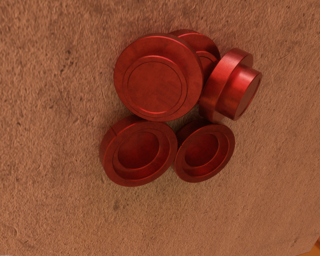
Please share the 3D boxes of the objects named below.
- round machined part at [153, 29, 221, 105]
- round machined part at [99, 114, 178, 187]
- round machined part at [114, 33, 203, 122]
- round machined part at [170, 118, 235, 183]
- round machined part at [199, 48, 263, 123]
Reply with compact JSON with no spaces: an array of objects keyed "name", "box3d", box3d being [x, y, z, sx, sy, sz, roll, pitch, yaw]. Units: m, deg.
[{"name":"round machined part","box3d":[0.034,-0.066,0.376,0.099,0.042,0.097,-14,125,-21]},{"name":"round machined part","box3d":[-0.030,0.024,0.397,0.099,0.042,0.097,-14,125,-21]},{"name":"round machined part","box3d":[-0.003,-0.050,0.336,0.099,0.042,0.097,3,117,7]},{"name":"round machined part","box3d":[0.055,0.027,0.446,0.099,0.042,0.097,-14,125,-21]},{"name":"round machined part","box3d":[0.094,-0.048,0.393,0.098,0.042,0.097,-46,155,-28]}]
